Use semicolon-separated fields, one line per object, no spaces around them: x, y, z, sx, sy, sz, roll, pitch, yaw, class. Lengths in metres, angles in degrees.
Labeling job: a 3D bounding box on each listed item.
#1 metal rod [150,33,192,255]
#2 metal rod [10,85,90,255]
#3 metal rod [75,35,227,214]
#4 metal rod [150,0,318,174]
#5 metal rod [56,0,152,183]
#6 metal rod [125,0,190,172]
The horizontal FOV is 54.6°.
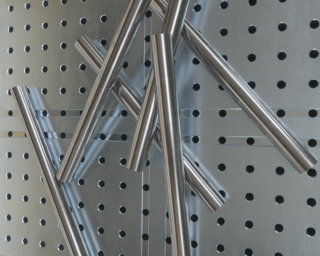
0.016;0.041;0.377;0.025;0.025;0.298;-2;100;20;metal rod
-0.166;0.074;0.471;0.025;0.025;0.299;-26;81;18;metal rod
-0.020;-0.013;0.420;0.025;0.025;0.300;-43;77;15;metal rod
0.078;-0.070;0.385;0.025;0.025;0.300;-42;77;15;metal rod
-0.078;-0.050;0.415;0.025;0.025;0.298;34;110;17;metal rod
0.007;-0.092;0.382;0.025;0.025;0.298;17;96;19;metal rod
